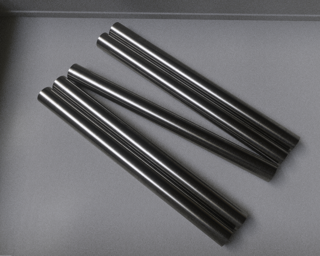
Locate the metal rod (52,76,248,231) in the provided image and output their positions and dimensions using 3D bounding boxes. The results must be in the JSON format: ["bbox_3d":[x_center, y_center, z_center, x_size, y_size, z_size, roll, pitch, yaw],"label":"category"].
[{"bbox_3d":[-0.021,0.025,0.399,0.300,0.025,0.025,36,74,12],"label":"metal rod"}]

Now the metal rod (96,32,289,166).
[{"bbox_3d":[0.036,-0.045,0.425,0.300,0.025,0.025,35,74,12],"label":"metal rod"}]

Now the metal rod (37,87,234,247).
[{"bbox_3d":[-0.039,0.041,0.393,0.300,0.025,0.025,36,74,12],"label":"metal rod"}]

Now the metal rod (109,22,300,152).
[{"bbox_3d":[0.053,-0.062,0.431,0.300,0.025,0.025,35,74,12],"label":"metal rod"}]

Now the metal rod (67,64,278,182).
[{"bbox_3d":[0.009,-0.011,0.412,0.301,0.025,0.025,27,72,9],"label":"metal rod"}]
